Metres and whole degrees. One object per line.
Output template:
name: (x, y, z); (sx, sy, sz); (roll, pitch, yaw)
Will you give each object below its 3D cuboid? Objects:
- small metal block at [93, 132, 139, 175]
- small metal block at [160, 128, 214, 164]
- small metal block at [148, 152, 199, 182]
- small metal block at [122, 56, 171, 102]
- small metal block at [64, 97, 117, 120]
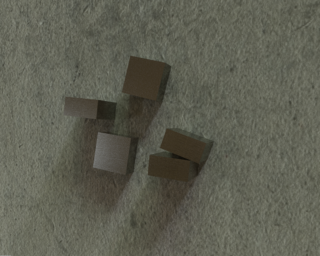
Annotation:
small metal block: (-0.061, 0.034, 0.429); (0.050, 0.025, 0.050); (10, 93, 19)
small metal block: (0.035, 0.020, 0.383); (0.050, 0.050, 0.025); (21, 97, 18)
small metal block: (0.018, 0.047, 0.389); (0.050, 0.050, 0.025); (6, 92, 19)
small metal block: (-0.018, -0.065, 0.414); (0.050, 0.025, 0.050); (15, 95, 19)
small metal block: (-0.095, -0.027, 0.428); (0.050, 0.050, 0.025); (7, 93, 19)
